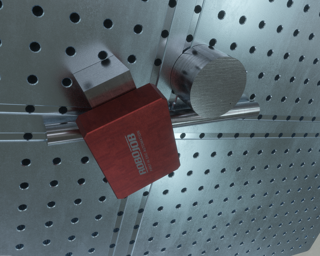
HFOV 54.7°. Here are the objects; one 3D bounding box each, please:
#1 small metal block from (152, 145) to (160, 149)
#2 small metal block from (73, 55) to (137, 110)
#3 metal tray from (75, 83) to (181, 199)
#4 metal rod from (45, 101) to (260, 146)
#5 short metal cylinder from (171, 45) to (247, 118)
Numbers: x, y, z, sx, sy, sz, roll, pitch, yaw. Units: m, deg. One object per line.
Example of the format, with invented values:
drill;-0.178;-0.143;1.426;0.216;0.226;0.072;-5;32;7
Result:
small metal block;-0.019;0.041;0.426;0.050;0.025;0.050;-21;127;-16
small metal block;-0.060;-0.049;0.332;0.050;0.050;0.025;-28;128;-11
metal tray;-0.029;0.021;0.356;0.091;0.030;0.129;-27;139;-11
metal rod;0.008;-0.011;0.411;0.303;0.025;0.025;-8;122;-25
short metal cylinder;0.061;-0.059;0.393;0.081;0.050;0.079;-14;125;-21
